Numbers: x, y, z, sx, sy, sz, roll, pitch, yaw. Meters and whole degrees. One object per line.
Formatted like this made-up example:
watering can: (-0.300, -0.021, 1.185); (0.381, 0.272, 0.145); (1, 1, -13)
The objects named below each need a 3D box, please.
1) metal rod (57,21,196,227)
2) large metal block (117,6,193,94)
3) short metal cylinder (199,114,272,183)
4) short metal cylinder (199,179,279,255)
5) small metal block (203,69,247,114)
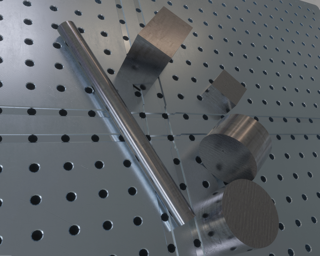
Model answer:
metal rod: (-0.048, -0.015, 0.390); (0.025, 0.025, 0.299); (-24, 75, -36)
large metal block: (-0.007, -0.109, 0.436); (0.050, 0.080, 0.080); (35, 51, -5)
short metal cylinder: (0.099, 0.028, 0.409); (0.080, 0.080, 0.050); (46, 51, 3)
short metal cylinder: (0.095, 0.109, 0.377); (0.081, 0.050, 0.080); (14, 56, -21)
small metal block: (0.106, -0.060, 0.502); (0.050, 0.025, 0.050); (41, 51, 0)
